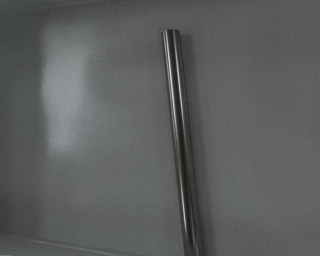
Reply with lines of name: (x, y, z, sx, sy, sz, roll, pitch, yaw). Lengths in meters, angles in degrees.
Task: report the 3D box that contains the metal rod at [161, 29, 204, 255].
metal rod: (0.029, 0.024, 0.400, 0.025, 0.025, 0.298, -7, 88, 20)
